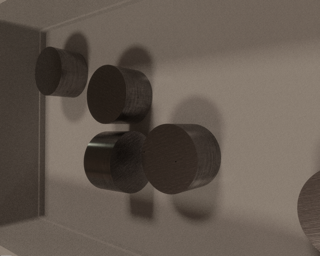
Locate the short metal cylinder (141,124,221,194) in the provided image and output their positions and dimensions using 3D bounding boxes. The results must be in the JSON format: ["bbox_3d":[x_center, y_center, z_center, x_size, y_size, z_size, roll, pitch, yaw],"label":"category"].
[{"bbox_3d":[0.025,0.035,0.369,0.080,0.050,0.079,0,90,39],"label":"short metal cylinder"}]

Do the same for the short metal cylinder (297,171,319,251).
[{"bbox_3d":[0.163,0.067,0.256,0.080,0.050,0.079,0,90,39],"label":"short metal cylinder"}]

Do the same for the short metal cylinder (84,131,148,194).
[{"bbox_3d":[-0.053,0.044,0.413,0.050,0.081,0.079,-1,89,40],"label":"short metal cylinder"}]

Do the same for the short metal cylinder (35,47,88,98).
[{"bbox_3d":[-0.168,-0.093,0.526,0.080,0.050,0.079,0,90,39],"label":"short metal cylinder"}]

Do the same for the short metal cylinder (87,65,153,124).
[{"bbox_3d":[-0.057,-0.045,0.436,0.080,0.050,0.079,0,90,39],"label":"short metal cylinder"}]
